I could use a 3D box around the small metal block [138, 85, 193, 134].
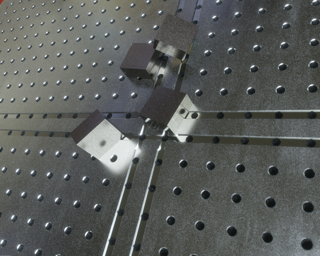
[{"bbox_3d":[0.008,-0.026,0.419,0.050,0.025,0.050,22,73,35],"label":"small metal block"}]

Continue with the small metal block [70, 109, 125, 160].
[{"bbox_3d":[-0.086,0.009,0.430,0.050,0.050,0.025,-43,51,-1],"label":"small metal block"}]

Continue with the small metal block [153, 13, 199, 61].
[{"bbox_3d":[0.024,-0.136,0.463,0.050,0.025,0.050,23,71,2],"label":"small metal block"}]

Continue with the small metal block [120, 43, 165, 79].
[{"bbox_3d":[-0.027,-0.106,0.486,0.050,0.025,0.050,10,67,32],"label":"small metal block"}]
